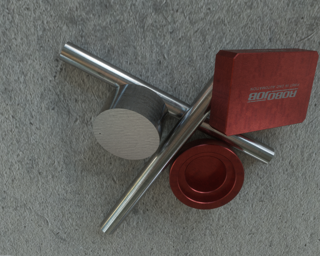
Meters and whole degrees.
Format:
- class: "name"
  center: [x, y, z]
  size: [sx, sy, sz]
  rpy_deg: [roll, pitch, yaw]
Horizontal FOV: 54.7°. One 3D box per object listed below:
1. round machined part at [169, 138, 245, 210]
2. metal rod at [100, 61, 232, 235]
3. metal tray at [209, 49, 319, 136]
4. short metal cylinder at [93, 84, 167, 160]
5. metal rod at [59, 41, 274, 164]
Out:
- class: "round machined part"
  center: [0.061, 0.059, 0.424]
  size: [0.099, 0.042, 0.097]
  rpy_deg: [0, 110, 0]
- class: "metal rod"
  center: [0.003, 0.039, 0.407]
  size: [0.025, 0.025, 0.298]
  rpy_deg: [32, 113, -11]
- class: "metal tray"
  center: [0.123, -0.045, 0.363]
  size: [0.131, 0.030, 0.089]
  rpy_deg: [-8, 113, -27]
- class: "short metal cylinder"
  center: [-0.035, -0.007, 0.381]
  size: [0.080, 0.050, 0.079]
  rpy_deg: [7, 131, 9]
- class: "metal rod"
  center: [0.017, -0.028, 0.402]
  size: [0.301, 0.025, 0.025]
  rpy_deg: [27, 108, -10]
